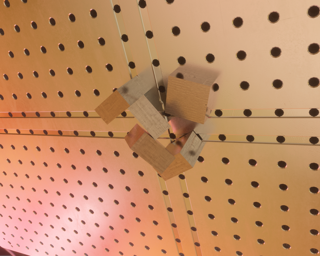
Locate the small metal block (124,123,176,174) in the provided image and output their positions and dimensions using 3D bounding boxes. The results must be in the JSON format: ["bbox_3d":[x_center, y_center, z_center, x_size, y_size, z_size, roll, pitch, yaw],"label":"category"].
[{"bbox_3d":[-0.014,0.024,0.381,0.050,0.050,0.025,41,90,-19],"label":"small metal block"}]

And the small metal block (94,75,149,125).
[{"bbox_3d":[-0.049,-0.036,0.399,0.050,0.050,0.025,-34,99,38],"label":"small metal block"}]

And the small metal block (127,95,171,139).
[{"bbox_3d":[-0.015,-0.014,0.392,0.025,0.050,0.050,-41,97,-2],"label":"small metal block"}]

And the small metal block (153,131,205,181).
[{"bbox_3d":[0.025,0.036,0.404,0.050,0.050,0.025,-33,102,38],"label":"small metal block"}]

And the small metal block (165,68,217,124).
[{"bbox_3d":[0.036,-0.038,0.369,0.050,0.025,0.050,18,126,18],"label":"small metal block"}]
